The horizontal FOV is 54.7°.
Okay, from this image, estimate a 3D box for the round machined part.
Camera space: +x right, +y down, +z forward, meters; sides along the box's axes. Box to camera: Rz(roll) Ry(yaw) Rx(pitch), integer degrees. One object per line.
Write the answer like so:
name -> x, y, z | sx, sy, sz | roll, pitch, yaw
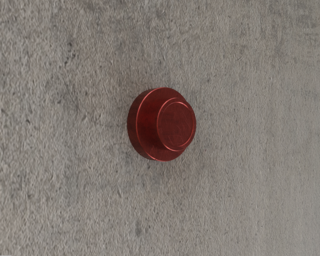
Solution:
round machined part -> 0.009, -0.005, 0.404 | 0.099, 0.042, 0.097 | 0, 90, -40
